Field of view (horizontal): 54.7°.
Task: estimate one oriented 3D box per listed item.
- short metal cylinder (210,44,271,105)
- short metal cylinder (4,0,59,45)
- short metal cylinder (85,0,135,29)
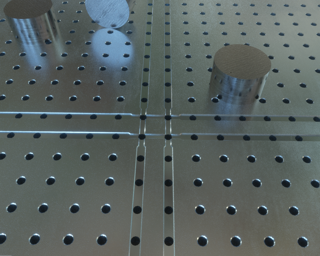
[{"bbox_3d":[0.117,-0.080,0.460,0.081,0.050,0.080,0,50,0],"label":"short metal cylinder"},{"bbox_3d":[-0.226,-0.193,0.550,0.081,0.050,0.080,0,50,0],"label":"short metal cylinder"},{"bbox_3d":[-0.089,-0.231,0.565,0.080,0.080,0.050,8,51,6],"label":"short metal cylinder"}]
